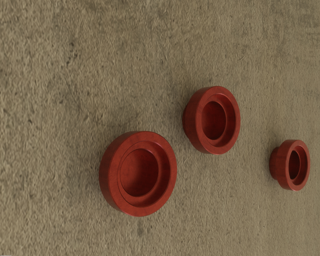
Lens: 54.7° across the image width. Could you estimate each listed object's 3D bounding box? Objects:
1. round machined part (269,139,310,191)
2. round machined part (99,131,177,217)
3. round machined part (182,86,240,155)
[{"bbox_3d":[0.249,0.071,0.602,0.099,0.042,0.097,0,90,-40],"label":"round machined part"},{"bbox_3d":[-0.030,0.052,0.369,0.099,0.042,0.097,0,90,-40],"label":"round machined part"},{"bbox_3d":[0.071,-0.011,0.453,0.099,0.042,0.097,0,90,-40],"label":"round machined part"}]
